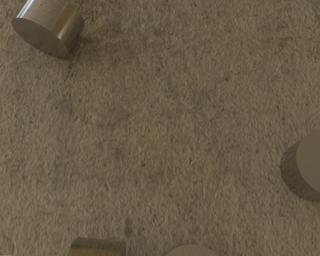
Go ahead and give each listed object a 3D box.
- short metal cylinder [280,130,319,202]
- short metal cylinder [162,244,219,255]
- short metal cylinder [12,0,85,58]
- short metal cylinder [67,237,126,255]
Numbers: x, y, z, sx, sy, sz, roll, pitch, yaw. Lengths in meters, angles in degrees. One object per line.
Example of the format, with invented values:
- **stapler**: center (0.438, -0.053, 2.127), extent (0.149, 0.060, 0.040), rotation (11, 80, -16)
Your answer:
- **short metal cylinder**: center (0.197, 0.048, 0.380), extent (0.081, 0.050, 0.080), rotation (0, 70, 0)
- **short metal cylinder**: center (0.033, 0.168, 0.334), extent (0.081, 0.050, 0.080), rotation (0, 70, 0)
- **short metal cylinder**: center (-0.153, -0.142, 0.429), extent (0.080, 0.080, 0.050), rotation (21, 72, 7)
- **short metal cylinder**: center (-0.067, 0.157, 0.321), extent (0.050, 0.080, 0.080), rotation (6, 70, 2)
